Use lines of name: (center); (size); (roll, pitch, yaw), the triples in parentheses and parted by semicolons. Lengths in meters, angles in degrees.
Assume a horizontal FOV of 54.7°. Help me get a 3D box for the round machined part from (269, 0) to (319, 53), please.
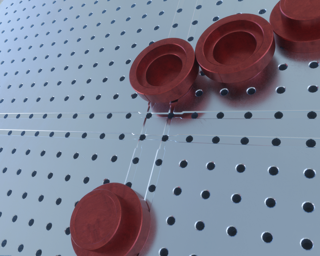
round machined part: (0.189, -0.146, 0.388); (0.098, 0.042, 0.098); (-13, 56, 20)

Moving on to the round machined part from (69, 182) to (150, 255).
round machined part: (-0.065, 0.110, 0.362); (0.098, 0.042, 0.098); (-13, 56, 20)

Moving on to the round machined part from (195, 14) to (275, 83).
round machined part: (0.099, -0.098, 0.405); (0.098, 0.042, 0.098); (-13, 56, 20)

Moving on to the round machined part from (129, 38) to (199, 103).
round machined part: (0.009, -0.076, 0.438); (0.098, 0.042, 0.098); (-13, 56, 21)
